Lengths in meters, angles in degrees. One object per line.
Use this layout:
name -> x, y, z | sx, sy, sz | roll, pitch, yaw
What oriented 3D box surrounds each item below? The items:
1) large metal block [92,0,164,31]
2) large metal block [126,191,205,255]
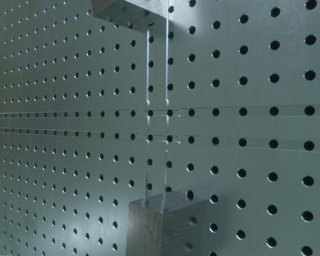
large metal block -> -0.046, -0.185, 0.413 | 0.050, 0.081, 0.080 | -15, 80, 39
large metal block -> 0.007, 0.126, 0.369 | 0.050, 0.081, 0.080 | 8, 95, 40
